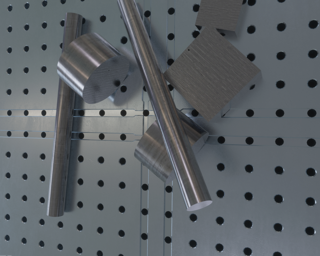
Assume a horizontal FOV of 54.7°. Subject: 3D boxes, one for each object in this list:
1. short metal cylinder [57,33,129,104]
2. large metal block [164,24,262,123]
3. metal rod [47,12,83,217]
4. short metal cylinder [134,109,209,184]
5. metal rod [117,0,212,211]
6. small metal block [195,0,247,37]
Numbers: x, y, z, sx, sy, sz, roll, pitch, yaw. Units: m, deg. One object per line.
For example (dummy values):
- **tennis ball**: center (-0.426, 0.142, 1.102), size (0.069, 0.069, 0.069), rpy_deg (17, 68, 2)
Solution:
- **short metal cylinder**: center (-0.088, -0.079, 0.414), size (0.050, 0.080, 0.080), rpy_deg (43, 103, 15)
- **large metal block**: center (0.064, -0.063, 0.377), size (0.080, 0.050, 0.080), rpy_deg (-46, 76, 14)
- **metal rod**: center (-0.142, -0.018, 0.462), size (0.025, 0.025, 0.298), rpy_deg (7, 92, 20)
- **short metal cylinder**: center (0.015, 0.022, 0.378), size (0.050, 0.080, 0.080), rpy_deg (40, 103, 15)
- **metal rod**: center (-0.005, -0.052, 0.359), size (0.025, 0.025, 0.299), rpy_deg (-29, 60, 17)
- **small metal block**: center (0.077, -0.146, 0.386), size (0.050, 0.025, 0.050), rpy_deg (16, 95, 19)
